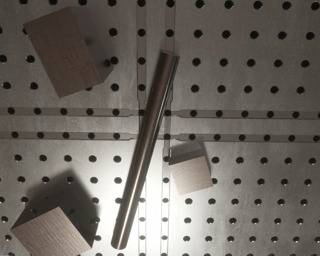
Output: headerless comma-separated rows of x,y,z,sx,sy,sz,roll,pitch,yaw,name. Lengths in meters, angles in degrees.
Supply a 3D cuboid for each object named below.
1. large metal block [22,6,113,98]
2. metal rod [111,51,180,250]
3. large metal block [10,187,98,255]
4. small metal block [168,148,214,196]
-0.097,-0.088,0.350,0.050,0.080,0.080,-19,109,6,large metal block
-0.025,0.044,0.429,0.025,0.025,0.298,14,109,-6,metal rod
-0.150,0.146,0.452,0.080,0.050,0.080,-27,108,9,large metal block
0.043,0.062,0.437,0.050,0.025,0.050,-17,110,5,small metal block
